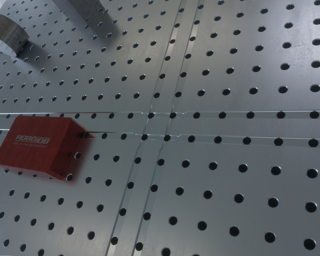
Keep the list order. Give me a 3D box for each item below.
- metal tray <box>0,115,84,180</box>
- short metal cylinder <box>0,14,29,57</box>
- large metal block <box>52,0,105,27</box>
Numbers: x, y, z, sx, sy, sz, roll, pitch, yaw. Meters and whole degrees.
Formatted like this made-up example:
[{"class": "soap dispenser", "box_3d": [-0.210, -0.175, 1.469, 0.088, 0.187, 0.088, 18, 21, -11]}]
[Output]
[{"class": "metal tray", "box_3d": [-0.193, 0.027, 0.490, 0.130, 0.030, 0.090, 3, 63, 29]}, {"class": "short metal cylinder", "box_3d": [-0.336, -0.200, 0.672, 0.080, 0.080, 0.050, 15, 70, 34]}, {"class": "large metal block", "box_3d": [-0.173, -0.259, 0.623, 0.080, 0.080, 0.050, 29, 78, 37]}]
